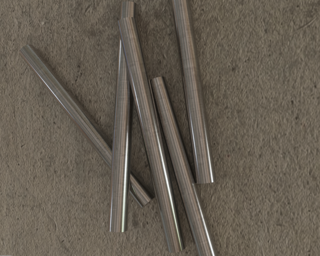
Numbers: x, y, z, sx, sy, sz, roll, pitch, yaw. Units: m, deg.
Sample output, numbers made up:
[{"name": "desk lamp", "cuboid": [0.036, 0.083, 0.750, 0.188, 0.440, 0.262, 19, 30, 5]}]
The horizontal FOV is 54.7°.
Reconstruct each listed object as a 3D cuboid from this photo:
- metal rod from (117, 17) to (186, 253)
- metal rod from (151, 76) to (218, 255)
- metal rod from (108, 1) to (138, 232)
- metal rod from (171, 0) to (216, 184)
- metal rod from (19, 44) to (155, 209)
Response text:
[{"name": "metal rod", "cuboid": [-0.010, 0.010, 0.396, 0.025, 0.025, 0.298, -12, 92, 19]}, {"name": "metal rod", "cuboid": [0.037, 0.079, 0.395, 0.025, 0.025, 0.299, -18, 84, 19]}, {"name": "metal rod", "cuboid": [-0.048, -0.019, 0.408, 0.025, 0.025, 0.298, 0, 83, 20]}, {"name": "metal rod", "cuboid": [0.038, -0.080, 0.395, 0.025, 0.025, 0.298, -9, 87, 20]}, {"name": "metal rod", "cuboid": [-0.111, -0.010, 0.448, 0.025, 0.025, 0.300, -44, 76, 15]}]
